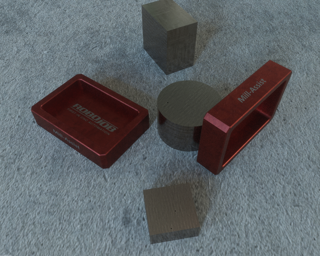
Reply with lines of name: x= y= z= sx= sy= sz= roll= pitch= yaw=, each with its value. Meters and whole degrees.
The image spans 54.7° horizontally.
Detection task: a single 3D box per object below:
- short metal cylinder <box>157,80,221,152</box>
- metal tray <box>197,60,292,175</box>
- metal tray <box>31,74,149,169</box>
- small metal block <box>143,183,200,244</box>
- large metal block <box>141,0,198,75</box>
short metal cylinder: x=0.037 y=-0.016 z=0.401 sx=0.081 sy=0.050 sz=0.080 roll=0 pitch=50 yaw=0
metal tray: x=0.100 y=-0.013 z=0.372 sx=0.030 sy=0.090 sz=0.131 roll=37 pitch=59 yaw=26
metal tray: x=-0.091 y=-0.014 z=0.411 sx=0.130 sy=0.030 sz=0.090 roll=29 pitch=56 yaw=22
small metal block: x=0.011 y=0.090 z=0.328 sx=0.050 sy=0.025 sz=0.050 roll=-7 pitch=50 yaw=-6
large metal block: x=0.013 y=-0.145 z=0.489 sx=0.050 sy=0.080 sz=0.080 roll=-23 pitch=54 yaw=-18
